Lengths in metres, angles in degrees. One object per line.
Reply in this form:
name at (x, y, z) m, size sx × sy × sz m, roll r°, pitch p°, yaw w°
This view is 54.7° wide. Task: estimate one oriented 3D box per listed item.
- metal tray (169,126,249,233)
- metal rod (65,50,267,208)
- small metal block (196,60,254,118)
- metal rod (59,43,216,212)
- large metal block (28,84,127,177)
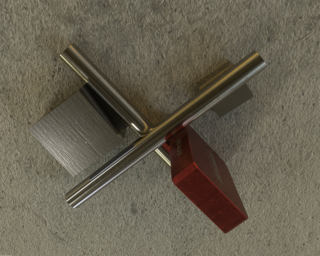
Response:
metal tray at (0.053, 0.052, 0.374) m, size 0.030 × 0.130 × 0.090 m, roll -41°, pitch 105°, yaw 14°
metal rod at (-0.001, 0.009, 0.387) m, size 0.300 × 0.025 × 0.025 m, roll -37°, pitch 106°, yaw 12°
small metal block at (0.082, -0.049, 0.394) m, size 0.050 × 0.025 × 0.050 m, roll -34°, pitch 107°, yaw 11°
metal rod at (-0.013, 0.010, 0.415) m, size 0.025 × 0.025 × 0.300 m, roll -40°, pitch 106°, yaw 13°
large metal block at (-0.101, 0.001, 0.395) m, size 0.080 × 0.050 × 0.080 m, roll -35°, pitch 107°, yaw 11°
